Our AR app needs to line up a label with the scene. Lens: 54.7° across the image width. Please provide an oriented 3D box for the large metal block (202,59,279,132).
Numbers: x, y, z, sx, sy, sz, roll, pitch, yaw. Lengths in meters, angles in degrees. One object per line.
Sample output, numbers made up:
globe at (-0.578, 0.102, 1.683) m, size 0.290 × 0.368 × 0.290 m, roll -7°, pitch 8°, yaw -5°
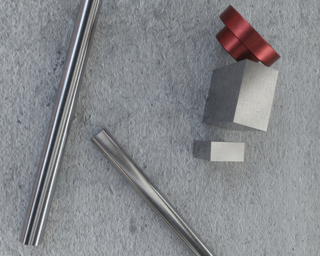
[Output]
large metal block at (0.106, -0.040, 0.420) m, size 0.050 × 0.080 × 0.080 m, roll 15°, pitch 85°, yaw -20°

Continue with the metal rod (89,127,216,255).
metal rod at (0.015, 0.120, 0.415) m, size 0.025 × 0.025 × 0.300 m, roll -43°, pitch 104°, yaw -15°

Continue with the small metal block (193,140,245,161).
small metal block at (0.080, 0.031, 0.427) m, size 0.050 × 0.050 × 0.025 m, roll 3°, pitch 89°, yaw -20°

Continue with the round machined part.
round machined part at (0.115, -0.117, 0.424) m, size 0.098 × 0.098 × 0.042 m, roll 39°, pitch 115°, yaw -16°

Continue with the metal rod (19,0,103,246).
metal rod at (-0.115, -0.015, 0.366) m, size 0.025 × 0.025 × 0.298 m, roll 14°, pitch 85°, yaw -20°
